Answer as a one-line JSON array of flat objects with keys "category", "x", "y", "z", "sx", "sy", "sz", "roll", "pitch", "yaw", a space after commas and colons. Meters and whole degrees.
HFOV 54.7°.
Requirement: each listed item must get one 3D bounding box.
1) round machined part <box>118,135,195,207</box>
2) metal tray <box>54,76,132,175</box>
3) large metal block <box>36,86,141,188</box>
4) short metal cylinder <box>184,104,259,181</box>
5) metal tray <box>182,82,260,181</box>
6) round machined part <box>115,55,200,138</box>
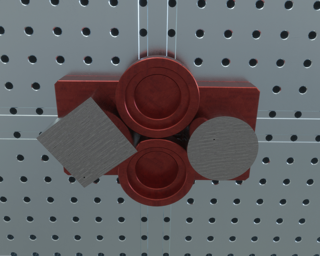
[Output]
[{"category": "round machined part", "x": -0.004, "y": 0.052, "z": 0.414, "sx": 0.099, "sy": 0.042, "sz": 0.097, "roll": 0, "pitch": 110, "yaw": 0}, {"category": "metal tray", "x": -0.083, "y": -0.002, "z": 0.409, "sx": 0.091, "sy": 0.030, "sz": 0.129, "roll": 0, "pitch": 110, "yaw": -2}, {"category": "large metal block", "x": -0.081, "y": 0.010, "z": 0.371, "sx": 0.080, "sy": 0.050, "sz": 0.080, "roll": -35, "pitch": 107, "yaw": 12}, {"category": "short metal cylinder", "x": 0.071, "y": 0.016, "z": 0.374, "sx": 0.081, "sy": 0.050, "sz": 0.079, "roll": 0, "pitch": 110, "yaw": 0}, {"category": "metal tray", "x": 0.076, "y": 0.006, "z": 0.411, "sx": 0.091, "sy": 0.030, "sz": 0.129, "roll": 1, "pitch": 110, "yaw": -1}, {"category": "round machined part", "x": -0.003, "y": -0.040, "z": 0.380, "sx": 0.099, "sy": 0.042, "sz": 0.097, "roll": 0, "pitch": 110, "yaw": 0}]
